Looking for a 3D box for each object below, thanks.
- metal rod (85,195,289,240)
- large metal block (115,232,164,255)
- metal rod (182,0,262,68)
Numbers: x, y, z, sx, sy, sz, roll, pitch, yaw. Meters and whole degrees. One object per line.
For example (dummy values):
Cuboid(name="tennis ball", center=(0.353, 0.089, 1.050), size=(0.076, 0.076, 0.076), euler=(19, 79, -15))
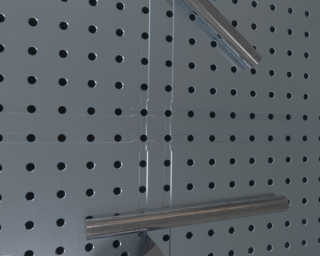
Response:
Cuboid(name="metal rod", center=(0.051, 0.121, 0.431), size=(0.303, 0.025, 0.025), euler=(-1, 91, -20))
Cuboid(name="large metal block", center=(-0.023, 0.195, 0.391), size=(0.080, 0.050, 0.080), euler=(-35, 102, -17))
Cuboid(name="metal rod", center=(0.032, -0.191, 0.424), size=(0.301, 0.025, 0.025), euler=(40, 77, -16))
